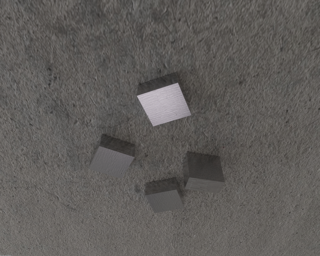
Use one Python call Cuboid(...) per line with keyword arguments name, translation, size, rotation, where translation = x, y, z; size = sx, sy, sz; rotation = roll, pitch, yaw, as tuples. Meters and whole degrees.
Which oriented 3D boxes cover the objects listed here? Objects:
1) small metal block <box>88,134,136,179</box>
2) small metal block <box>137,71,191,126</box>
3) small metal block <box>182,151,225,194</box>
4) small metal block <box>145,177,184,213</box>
Cuboid(name="small metal block", translation=(-0.068, 0.041, 0.441), size=(0.050, 0.025, 0.050), rotation=(20, 127, -17))
Cuboid(name="small metal block", translation=(0.006, -0.035, 0.378), size=(0.050, 0.025, 0.050), rotation=(-17, 128, 13))
Cuboid(name="small metal block", translation=(0.061, 0.063, 0.445), size=(0.050, 0.050, 0.025), rotation=(9, 130, -8))
Cuboid(name="small metal block", translation=(0.008, 0.109, 0.500), size=(0.050, 0.025, 0.050), rotation=(-13, 129, 10))
